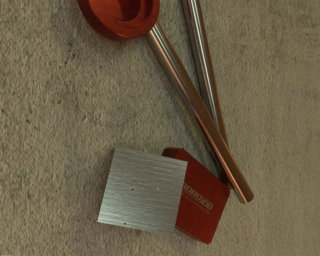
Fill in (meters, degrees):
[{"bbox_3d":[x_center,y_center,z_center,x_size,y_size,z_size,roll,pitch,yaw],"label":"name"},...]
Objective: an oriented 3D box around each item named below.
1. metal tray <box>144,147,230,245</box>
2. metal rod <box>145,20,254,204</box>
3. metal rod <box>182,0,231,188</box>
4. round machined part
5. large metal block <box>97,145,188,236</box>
[{"bbox_3d":[0.040,0.097,0.438,0.130,0.030,0.090,41,65,-33],"label":"metal tray"},{"bbox_3d":[0.061,-0.012,0.440,0.025,0.025,0.299,-43,111,-32],"label":"metal rod"},{"bbox_3d":[0.077,-0.047,0.471,0.025,0.025,0.298,-23,105,-38],"label":"metal rod"},{"bbox_3d":[-0.051,-0.148,0.352,0.099,0.042,0.097,0,90,-40],"label":"round machined part"},{"bbox_3d":[-0.021,0.069,0.351,0.081,0.050,0.080,14,80,-9],"label":"large metal block"}]
